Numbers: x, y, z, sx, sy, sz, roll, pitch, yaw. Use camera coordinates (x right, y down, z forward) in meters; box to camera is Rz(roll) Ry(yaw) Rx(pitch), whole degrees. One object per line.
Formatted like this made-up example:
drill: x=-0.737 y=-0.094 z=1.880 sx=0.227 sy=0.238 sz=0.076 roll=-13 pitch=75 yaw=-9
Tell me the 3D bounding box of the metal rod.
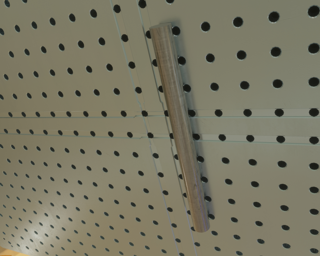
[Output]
metal rod: x=0.032 y=0.018 z=0.405 sx=0.025 sy=0.025 sz=0.298 roll=1 pitch=119 yaw=28
